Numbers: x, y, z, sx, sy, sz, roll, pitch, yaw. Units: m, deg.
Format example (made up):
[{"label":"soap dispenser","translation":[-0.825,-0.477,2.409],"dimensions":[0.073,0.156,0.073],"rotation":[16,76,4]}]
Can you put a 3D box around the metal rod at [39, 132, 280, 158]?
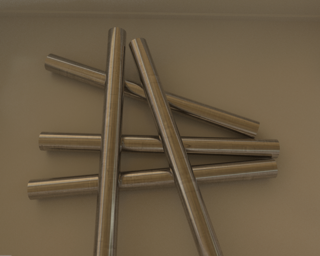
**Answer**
[{"label":"metal rod","translation":[-0.001,0.022,0.400],"dimensions":[0.302,0.025,0.025],"rotation":[2,70,0]}]

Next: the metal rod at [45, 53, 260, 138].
[{"label":"metal rod","translation":[-0.015,-0.045,0.424],"dimensions":[0.301,0.025,0.025],"rotation":[19,71,6]}]

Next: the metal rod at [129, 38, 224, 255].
[{"label":"metal rod","translation":[0.015,0.019,0.375],"dimensions":[0.025,0.025,0.299],"rotation":[-17,71,-6]}]

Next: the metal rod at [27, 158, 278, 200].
[{"label":"metal rod","translation":[-0.007,0.063,0.385],"dimensions":[0.302,0.025,0.025],"rotation":[-5,70,-2]}]

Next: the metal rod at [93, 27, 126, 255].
[{"label":"metal rod","translation":[-0.059,0.009,0.377],"dimensions":[0.025,0.025,0.299],"rotation":[0,70,0]}]
